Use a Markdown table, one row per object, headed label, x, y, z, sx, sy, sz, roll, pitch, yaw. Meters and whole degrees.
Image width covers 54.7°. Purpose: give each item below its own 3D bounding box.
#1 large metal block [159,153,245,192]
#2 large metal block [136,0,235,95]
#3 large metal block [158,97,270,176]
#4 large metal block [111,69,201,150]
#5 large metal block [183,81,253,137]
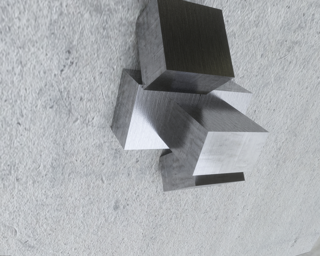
| label | x | y | z | sx | sy | sz | roll | pitch | yaw |
| --- | --- | --- | --- | --- | --- | --- | --- | --- | --- |
| large metal block | 0.056 | 0.057 | 0.432 | 0.081 | 0.080 | 0.050 | 0 | 75 | -29 |
| large metal block | 0.025 | -0.084 | 0.328 | 0.081 | 0.050 | 0.080 | 1 | 74 | -29 |
| large metal block | 0.056 | 0.007 | 0.345 | 0.081 | 0.080 | 0.050 | 1 | 118 | -29 |
| large metal block | -0.007 | -0.022 | 0.374 | 0.081 | 0.050 | 0.079 | 1 | 118 | -29 |
| large metal block | 0.065 | -0.022 | 0.414 | 0.081 | 0.050 | 0.079 | 1 | 118 | -29 |
